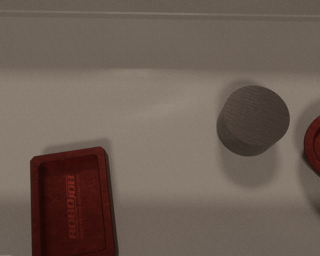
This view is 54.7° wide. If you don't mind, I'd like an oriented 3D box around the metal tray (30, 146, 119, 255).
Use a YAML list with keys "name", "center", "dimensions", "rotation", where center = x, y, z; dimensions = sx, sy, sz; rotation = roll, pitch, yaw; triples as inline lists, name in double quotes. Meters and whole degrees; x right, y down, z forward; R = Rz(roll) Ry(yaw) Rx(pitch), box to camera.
- name: "metal tray"
  center: [-0.103, 0.093, 0.371]
  dimensions: [0.091, 0.030, 0.129]
  rotation: [-9, 70, -4]

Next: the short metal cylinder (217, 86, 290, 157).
- name: "short metal cylinder"
  center: [0.118, -0.008, 0.401]
  dimensions: [0.081, 0.050, 0.080]
  rotation: [0, 70, 0]

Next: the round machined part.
- name: "round machined part"
  center: [0.232, 0.026, 0.381]
  dimensions: [0.098, 0.042, 0.098]
  rotation: [-11, 64, 24]
